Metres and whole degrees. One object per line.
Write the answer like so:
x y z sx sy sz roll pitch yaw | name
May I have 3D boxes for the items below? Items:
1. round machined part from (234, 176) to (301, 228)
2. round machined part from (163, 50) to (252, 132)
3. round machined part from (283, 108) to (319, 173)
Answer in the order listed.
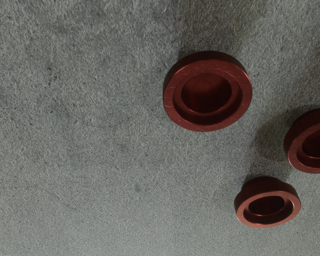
0.168 0.115 0.495 0.099 0.042 0.097 0 130 0 | round machined part
0.052 -0.045 0.358 0.099 0.042 0.097 0 130 0 | round machined part
0.213 0.012 0.408 0.099 0.042 0.097 0 130 0 | round machined part
